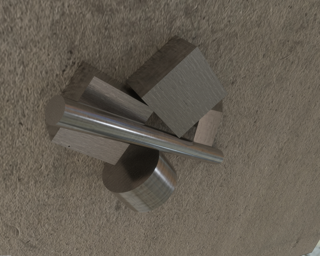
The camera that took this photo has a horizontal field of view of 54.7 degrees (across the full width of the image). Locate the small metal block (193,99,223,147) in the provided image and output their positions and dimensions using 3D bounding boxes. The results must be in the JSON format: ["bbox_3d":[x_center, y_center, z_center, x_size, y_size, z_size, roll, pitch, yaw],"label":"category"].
[{"bbox_3d":[0.065,-0.011,0.418,0.025,0.050,0.050,15,116,4],"label":"small metal block"}]

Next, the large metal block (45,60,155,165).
[{"bbox_3d":[-0.068,-0.015,0.346,0.080,0.050,0.080,28,103,-38],"label":"large metal block"}]

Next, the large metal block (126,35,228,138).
[{"bbox_3d":[0.021,-0.048,0.371,0.080,0.050,0.080,-43,130,1],"label":"large metal block"}]

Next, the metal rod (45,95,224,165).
[{"bbox_3d":[0.002,0.015,0.366,0.301,0.025,0.025,19,109,-53],"label":"metal rod"}]

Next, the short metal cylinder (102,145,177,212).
[{"bbox_3d":[-0.025,0.059,0.395,0.080,0.080,0.050,-38,130,-3],"label":"short metal cylinder"}]
